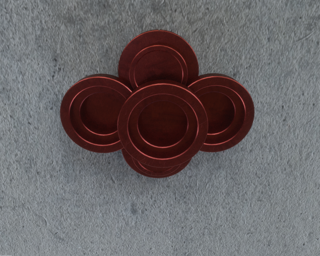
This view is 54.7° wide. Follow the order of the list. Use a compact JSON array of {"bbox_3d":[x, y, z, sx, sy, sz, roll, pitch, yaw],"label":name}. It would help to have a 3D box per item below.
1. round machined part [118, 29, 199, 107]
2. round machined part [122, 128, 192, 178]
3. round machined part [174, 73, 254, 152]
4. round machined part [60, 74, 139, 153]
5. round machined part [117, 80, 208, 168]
[{"bbox_3d":[-0.002,-0.068,0.377,0.099,0.042,0.097,0,110,-1],"label":"round machined part"},{"bbox_3d":[-0.003,0.024,0.411,0.099,0.042,0.097,0,110,-1],"label":"round machined part"},{"bbox_3d":[0.065,-0.022,0.395,0.099,0.042,0.097,0,110,-1],"label":"round machined part"},{"bbox_3d":[-0.071,-0.021,0.393,0.099,0.042,0.097,0,110,-1],"label":"round machined part"},{"bbox_3d":[0.003,-0.007,0.354,0.099,0.042,0.097,0,111,-1],"label":"round machined part"}]
